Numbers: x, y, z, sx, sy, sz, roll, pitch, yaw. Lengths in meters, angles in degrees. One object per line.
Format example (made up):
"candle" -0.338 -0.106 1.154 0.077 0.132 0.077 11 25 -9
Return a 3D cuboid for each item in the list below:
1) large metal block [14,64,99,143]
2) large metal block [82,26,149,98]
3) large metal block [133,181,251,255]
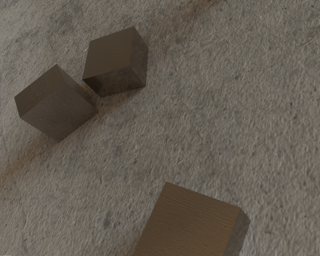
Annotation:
"large metal block" -0.155 -0.035 0.469 0.080 0.080 0.050 -38 51 3
"large metal block" -0.067 -0.102 0.484 0.080 0.050 0.080 -11 57 21
"large metal block" 0.032 0.108 0.303 0.080 0.050 0.080 14 69 33
